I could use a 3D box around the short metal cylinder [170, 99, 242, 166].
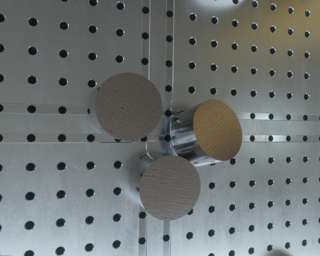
[{"bbox_3d":[0.061,0.008,0.410,0.081,0.050,0.080,10,71,-30],"label":"short metal cylinder"}]

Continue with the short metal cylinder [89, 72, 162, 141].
[{"bbox_3d":[-0.044,-0.025,0.383,0.081,0.050,0.079,0,90,-20],"label":"short metal cylinder"}]

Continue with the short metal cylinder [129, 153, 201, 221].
[{"bbox_3d":[0.005,0.073,0.401,0.081,0.050,0.079,0,90,-20],"label":"short metal cylinder"}]
